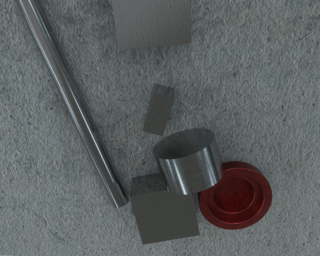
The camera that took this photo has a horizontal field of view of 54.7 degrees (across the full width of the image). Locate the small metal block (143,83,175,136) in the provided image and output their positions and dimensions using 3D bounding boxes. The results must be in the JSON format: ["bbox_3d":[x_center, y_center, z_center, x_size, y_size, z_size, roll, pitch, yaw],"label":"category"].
[{"bbox_3d":[-0.002,-0.024,0.388,0.025,0.050,0.050,15,109,-6],"label":"small metal block"}]

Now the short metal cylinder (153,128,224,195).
[{"bbox_3d":[0.037,0.040,0.396,0.080,0.080,0.050,-17,110,6],"label":"short metal cylinder"}]

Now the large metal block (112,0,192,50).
[{"bbox_3d":[-0.009,-0.135,0.347,0.080,0.050,0.079,-5,110,1],"label":"large metal block"}]

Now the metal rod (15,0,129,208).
[{"bbox_3d":[-0.106,-0.024,0.399,0.025,0.025,0.298,-18,109,6],"label":"metal rod"}]

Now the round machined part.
[{"bbox_3d":[0.102,0.090,0.435,0.099,0.042,0.097,0,110,-1],"label":"round machined part"}]

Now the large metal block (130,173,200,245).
[{"bbox_3d":[0.008,0.109,0.437,0.080,0.050,0.079,-11,110,3],"label":"large metal block"}]
